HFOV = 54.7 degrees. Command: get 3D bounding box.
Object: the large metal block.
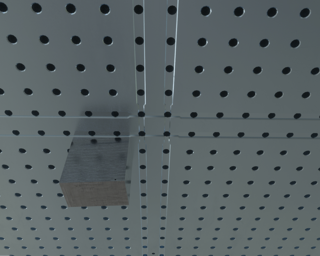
[{"bbox_3d":[-0.083,0.059,0.425,0.081,0.080,0.050,-2,130,1],"label":"large metal block"}]
